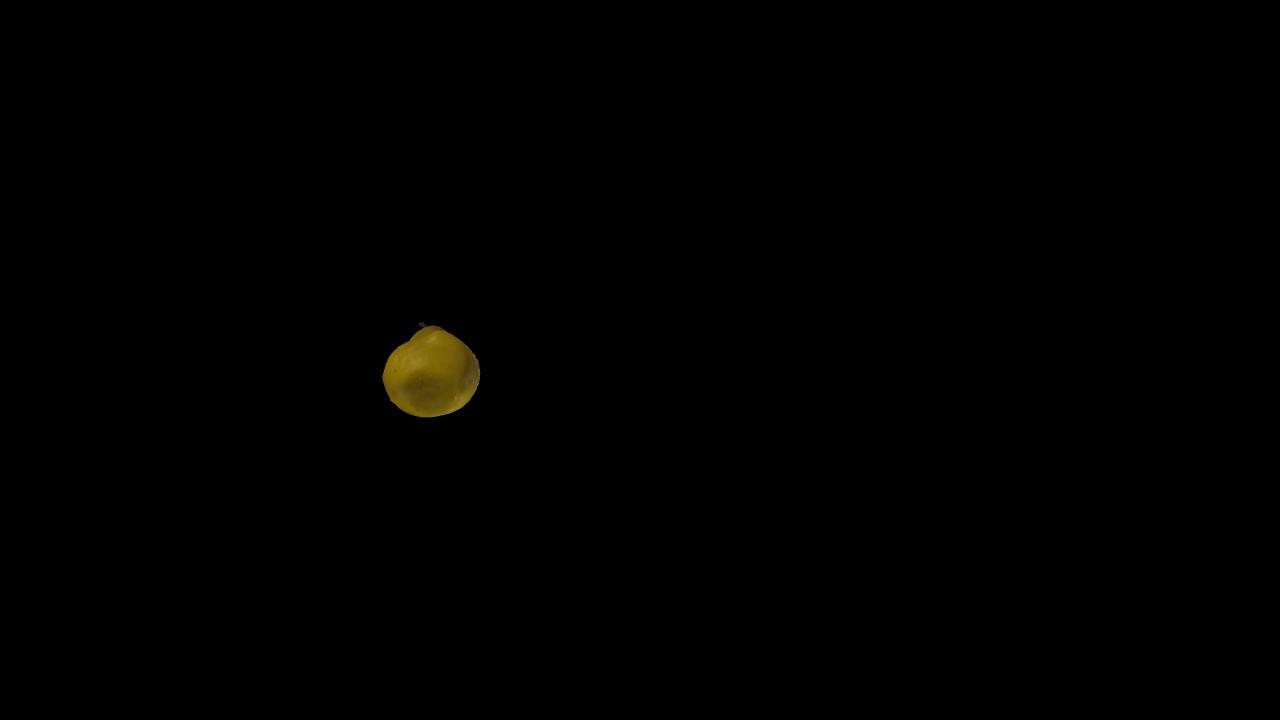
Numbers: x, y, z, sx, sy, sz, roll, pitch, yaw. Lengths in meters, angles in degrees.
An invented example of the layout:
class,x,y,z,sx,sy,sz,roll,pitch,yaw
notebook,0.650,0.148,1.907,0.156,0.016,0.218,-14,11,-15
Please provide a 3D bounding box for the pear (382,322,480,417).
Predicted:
class,x,y,z,sx,sy,sz,roll,pitch,yaw
pear,-0.184,-0.001,0.556,0.080,0.080,0.111,0,38,-9
